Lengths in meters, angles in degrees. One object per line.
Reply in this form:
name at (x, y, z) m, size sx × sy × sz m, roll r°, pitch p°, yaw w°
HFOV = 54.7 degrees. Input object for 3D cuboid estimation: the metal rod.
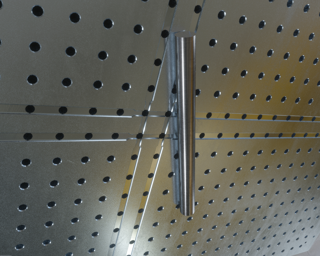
metal rod at (0.038, 0.015, 0.442) m, size 0.025 × 0.025 × 0.298 m, roll -17°, pitch 126°, yaw -19°
